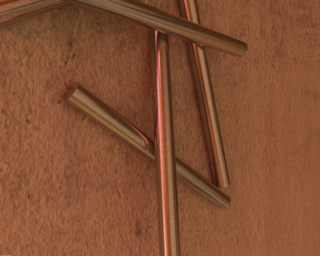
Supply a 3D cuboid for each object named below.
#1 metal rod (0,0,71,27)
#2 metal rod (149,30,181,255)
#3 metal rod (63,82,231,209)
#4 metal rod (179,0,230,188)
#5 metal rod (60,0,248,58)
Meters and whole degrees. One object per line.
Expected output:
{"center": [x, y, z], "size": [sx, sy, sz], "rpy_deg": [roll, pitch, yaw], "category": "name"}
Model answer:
{"center": [-0.052, -0.174, 0.361], "size": [0.302, 0.025, 0.025], "rpy_deg": [-36, 113, -34], "category": "metal rod"}
{"center": [0.006, 0.020, 0.378], "size": [0.025, 0.025, 0.298], "rpy_deg": [6, 76, -40], "category": "metal rod"}
{"center": [0.004, 0.039, 0.409], "size": [0.301, 0.025, 0.025], "rpy_deg": [39, 66, -34], "category": "metal rod"}
{"center": [0.067, -0.054, 0.463], "size": [0.025, 0.025, 0.298], "rpy_deg": [-21, 103, -38], "category": "metal rod"}
{"center": [0.009, -0.128, 0.379], "size": [0.302, 0.025, 0.025], "rpy_deg": [3, 88, -40], "category": "metal rod"}
